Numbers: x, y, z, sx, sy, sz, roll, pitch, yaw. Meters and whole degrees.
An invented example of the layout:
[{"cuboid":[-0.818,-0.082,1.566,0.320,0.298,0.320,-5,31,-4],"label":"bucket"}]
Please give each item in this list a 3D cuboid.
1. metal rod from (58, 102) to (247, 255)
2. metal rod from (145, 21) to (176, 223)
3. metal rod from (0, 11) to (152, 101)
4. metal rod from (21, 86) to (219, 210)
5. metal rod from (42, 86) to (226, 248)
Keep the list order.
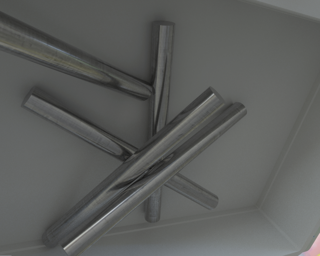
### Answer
[{"cuboid":[0.011,0.050,0.389,0.302,0.025,0.025,-36,132,-28],"label":"metal rod"},{"cuboid":[-0.004,0.013,0.416,0.025,0.025,0.298,-11,123,-23],"label":"metal rod"},{"cuboid":[-0.092,-0.062,0.242,0.025,0.025,0.301,-55,153,11],"label":"metal rod"},{"cuboid":[-0.028,0.040,0.393,0.301,0.025,0.025,34,99,-31],"label":"metal rod"},{"cuboid":[-0.045,0.059,0.371,0.299,0.025,0.025,-42,132,20],"label":"metal rod"}]
